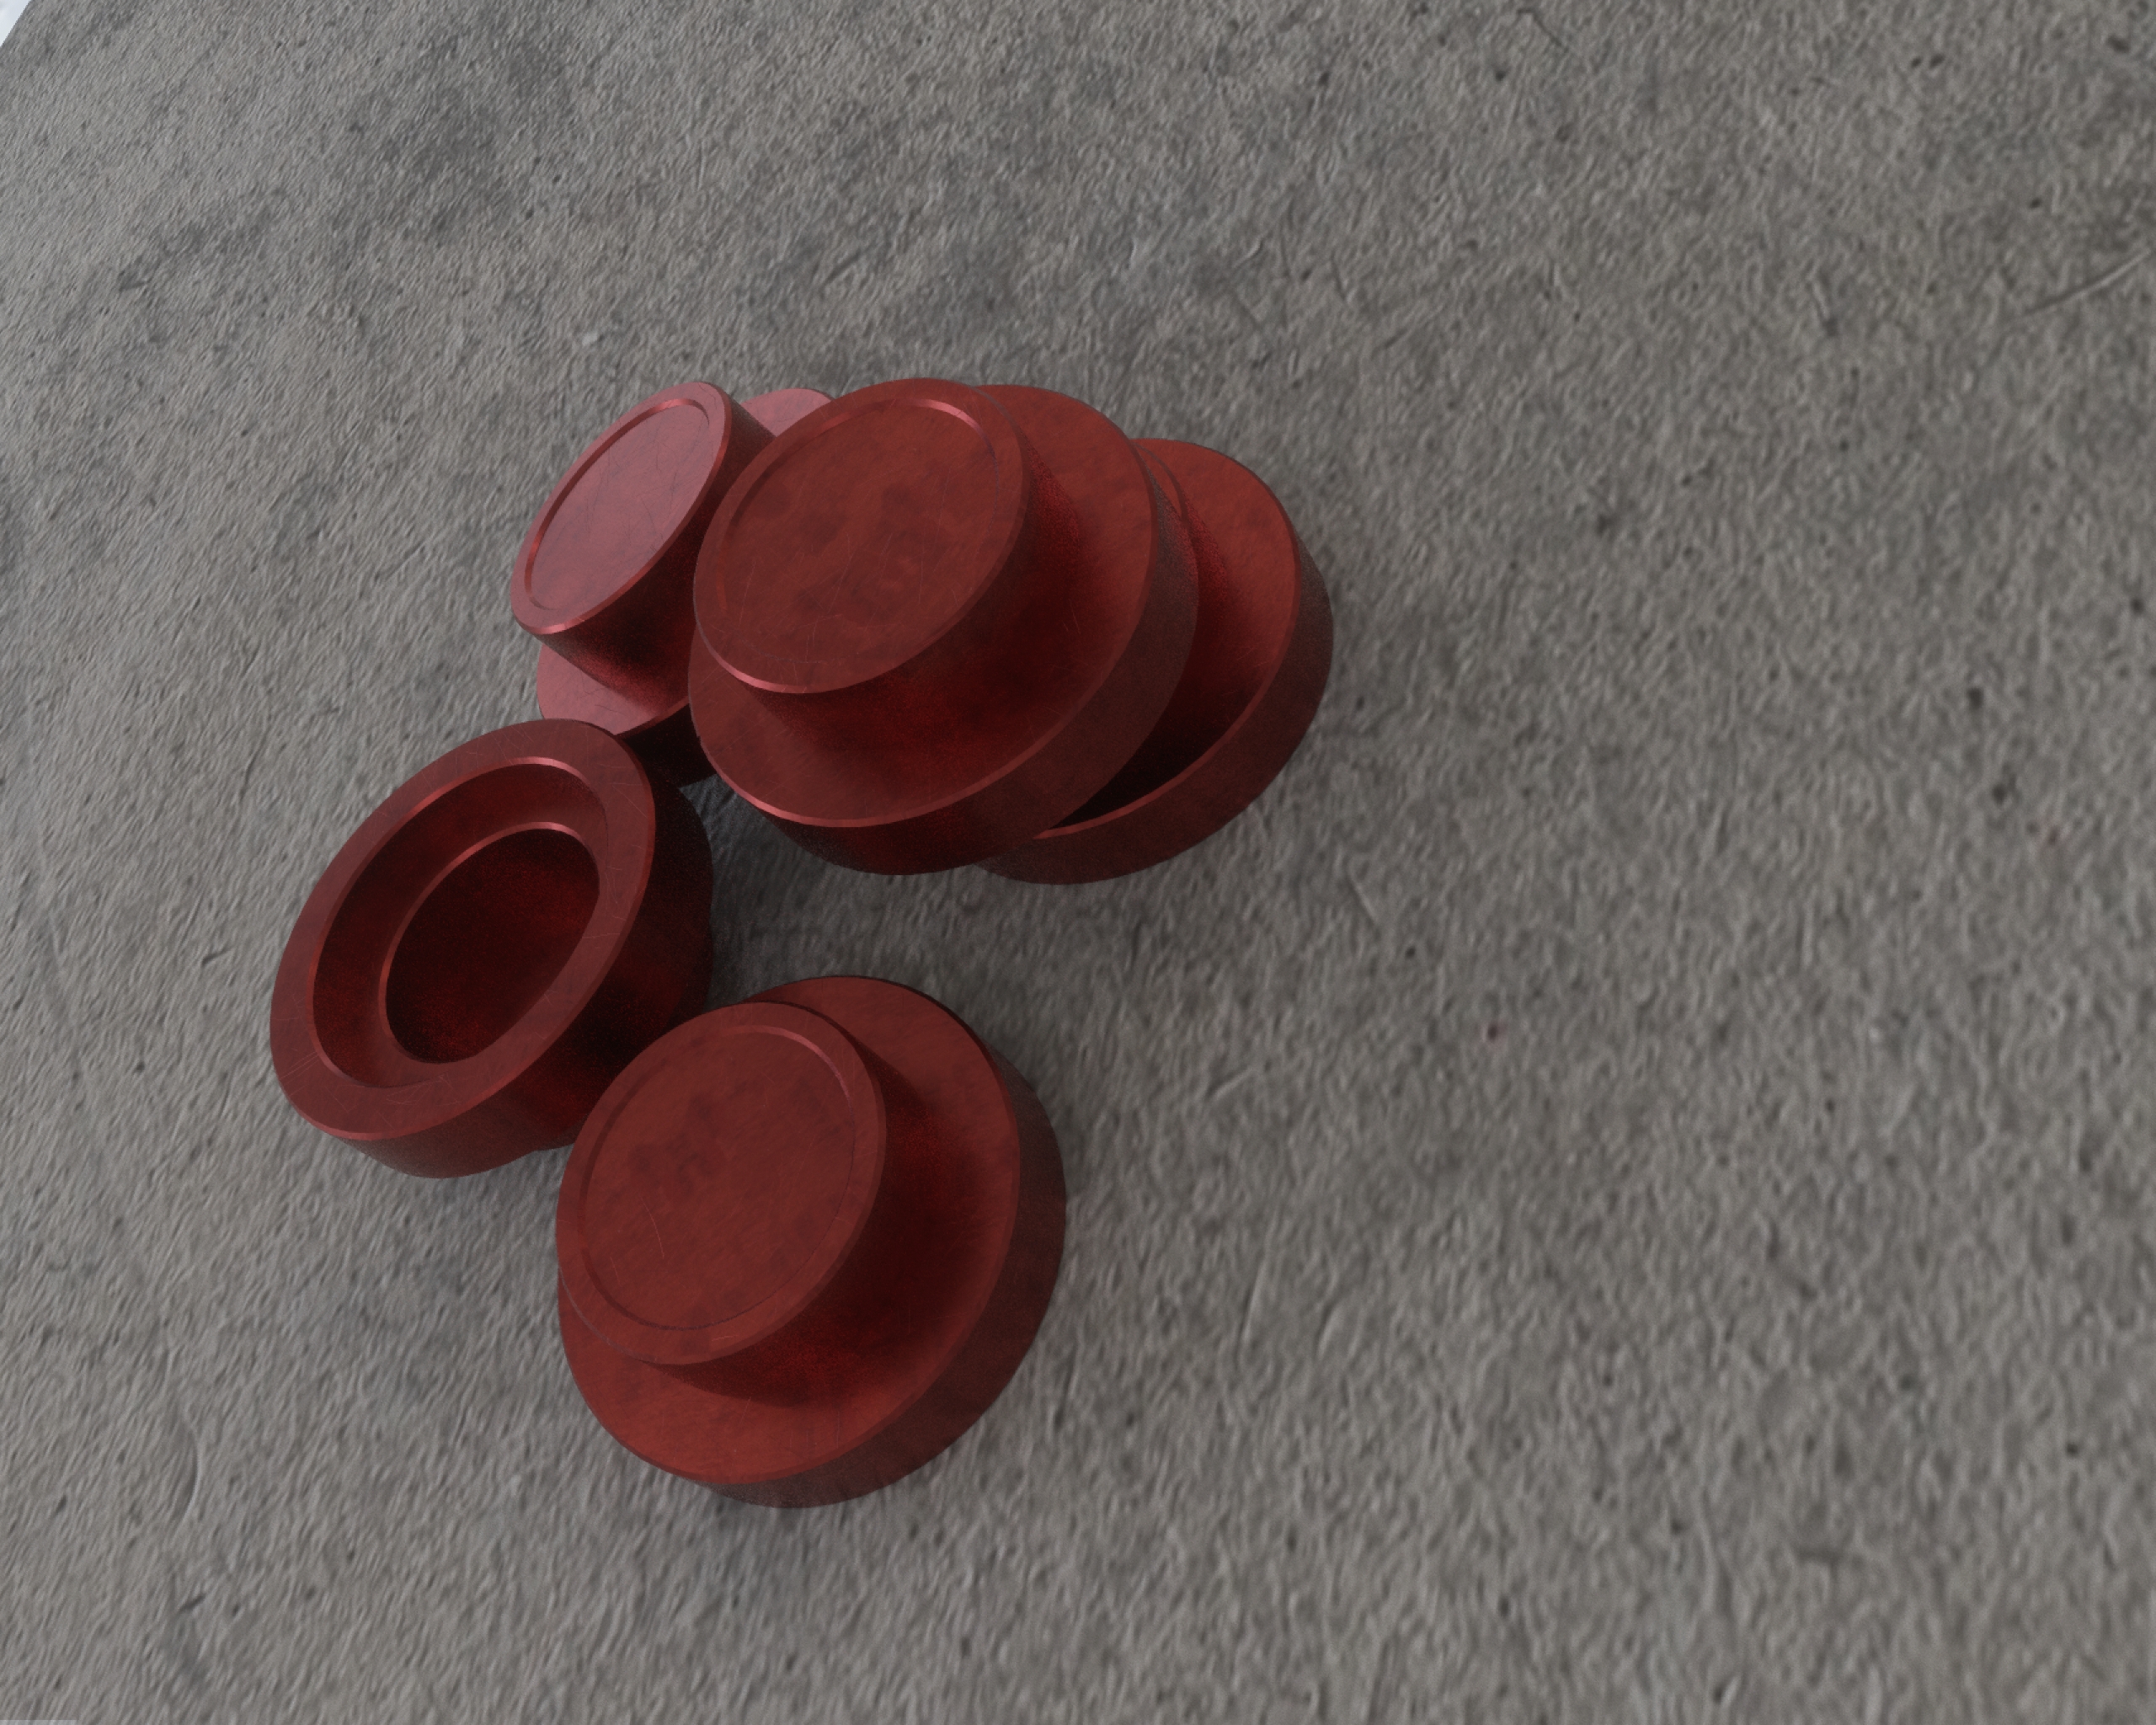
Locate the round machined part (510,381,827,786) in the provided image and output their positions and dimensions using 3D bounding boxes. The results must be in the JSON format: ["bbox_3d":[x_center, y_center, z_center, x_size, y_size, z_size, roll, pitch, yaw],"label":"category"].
[{"bbox_3d":[-0.088,-0.068,0.467,0.098,0.042,0.098,-25,45,28],"label":"round machined part"}]

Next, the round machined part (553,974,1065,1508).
[{"bbox_3d":[-0.056,0.064,0.383,0.098,0.042,0.098,-13,56,21],"label":"round machined part"}]

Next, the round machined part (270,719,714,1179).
[{"bbox_3d":[-0.117,0.021,0.438,0.098,0.042,0.098,-16,52,22],"label":"round machined part"}]

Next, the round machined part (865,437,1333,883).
[{"bbox_3d":[-0.002,-0.048,0.423,0.098,0.042,0.098,-13,56,21],"label":"round machined part"}]

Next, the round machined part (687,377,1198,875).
[{"bbox_3d":[-0.031,-0.050,0.386,0.098,0.042,0.098,-12,58,21],"label":"round machined part"}]
